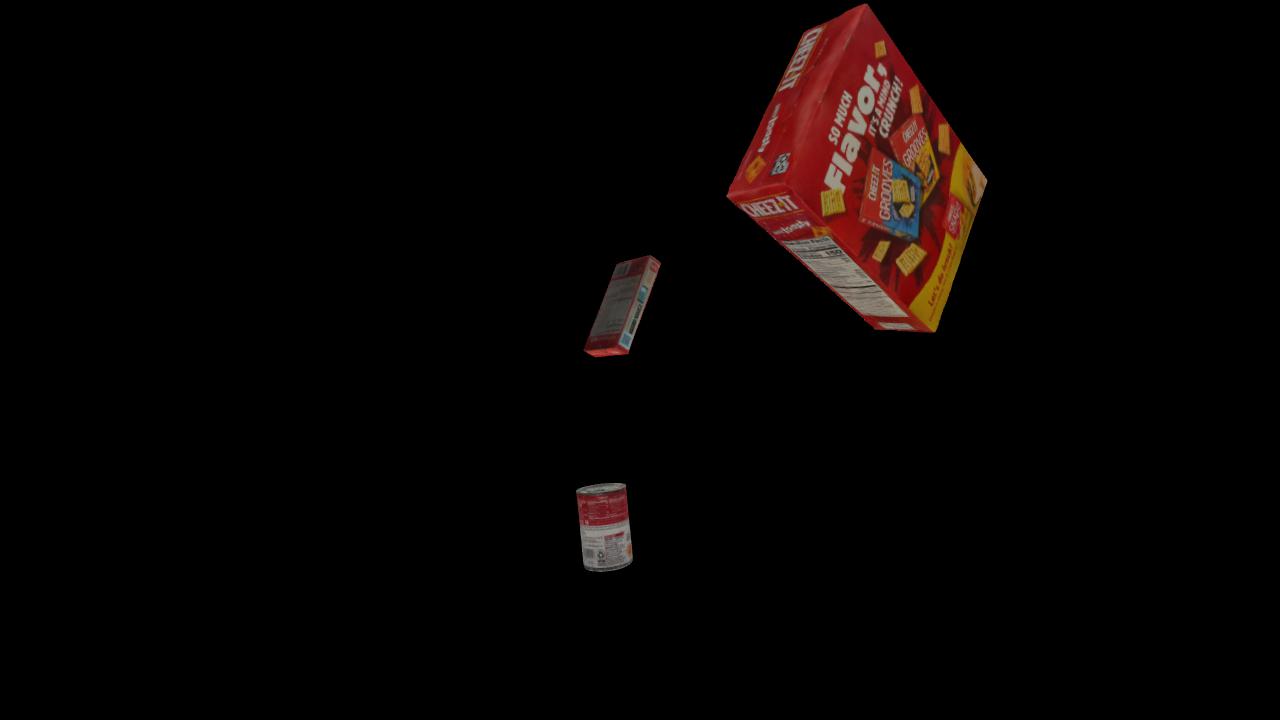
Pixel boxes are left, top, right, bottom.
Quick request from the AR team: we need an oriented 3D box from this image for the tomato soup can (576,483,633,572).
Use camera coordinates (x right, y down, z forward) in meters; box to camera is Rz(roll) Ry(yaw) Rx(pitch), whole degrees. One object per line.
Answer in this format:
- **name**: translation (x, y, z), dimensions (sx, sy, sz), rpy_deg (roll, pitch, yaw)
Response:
- **tomato soup can**: translation (-0.046, 0.219, 0.812), dimensions (0.068, 0.101, 0.068), rpy_deg (-6, -2, 0)

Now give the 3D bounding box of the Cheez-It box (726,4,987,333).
- **Cheez-It box**: translation (0.194, -0.146, 0.520), dimensions (0.223, 0.166, 0.071), rpy_deg (32, -14, -32)

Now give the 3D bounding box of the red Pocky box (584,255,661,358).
- **red Pocky box**: translation (-0.026, -0.078, 0.907), dimensions (0.028, 0.155, 0.083), rpy_deg (33, -22, -35)
